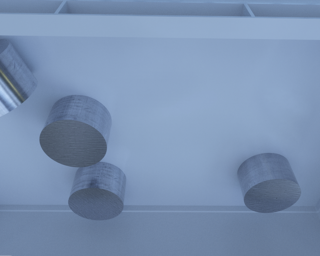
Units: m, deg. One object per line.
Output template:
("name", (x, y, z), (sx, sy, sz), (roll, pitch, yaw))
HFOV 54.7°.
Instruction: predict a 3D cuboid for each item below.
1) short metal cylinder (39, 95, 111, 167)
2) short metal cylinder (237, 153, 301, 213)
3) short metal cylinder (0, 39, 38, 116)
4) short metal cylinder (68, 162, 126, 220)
("short metal cylinder", (-0.105, 0.005, 0.396), (0.081, 0.050, 0.079), (0, 130, 0))
("short metal cylinder", (0.162, 0.083, 0.465), (0.081, 0.050, 0.079), (0, 130, 0))
("short metal cylinder", (-0.181, -0.051, 0.328), (0.080, 0.080, 0.050), (-15, 129, 12))
("short metal cylinder", (-0.094, 0.097, 0.474), (0.081, 0.050, 0.079), (0, 130, 0))
